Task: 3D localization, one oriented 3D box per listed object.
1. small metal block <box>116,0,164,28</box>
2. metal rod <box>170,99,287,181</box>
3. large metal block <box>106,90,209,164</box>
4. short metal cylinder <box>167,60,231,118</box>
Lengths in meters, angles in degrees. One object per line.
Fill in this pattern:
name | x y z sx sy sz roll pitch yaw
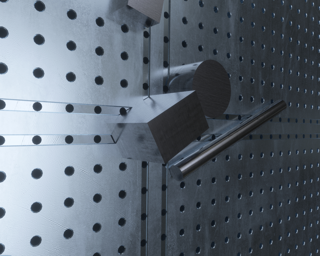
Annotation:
small metal block | -0.023 -0.163 0.391 0.050 0.025 0.050 17 80 -39
metal rod | 0.131 0.009 0.521 0.302 0.025 0.025 -27 107 -37
large metal block | -0.003 -0.003 0.373 0.081 0.080 0.050 -35 112 -35
short metal cylinder | 0.056 -0.054 0.442 0.081 0.050 0.079 0 90 -40
